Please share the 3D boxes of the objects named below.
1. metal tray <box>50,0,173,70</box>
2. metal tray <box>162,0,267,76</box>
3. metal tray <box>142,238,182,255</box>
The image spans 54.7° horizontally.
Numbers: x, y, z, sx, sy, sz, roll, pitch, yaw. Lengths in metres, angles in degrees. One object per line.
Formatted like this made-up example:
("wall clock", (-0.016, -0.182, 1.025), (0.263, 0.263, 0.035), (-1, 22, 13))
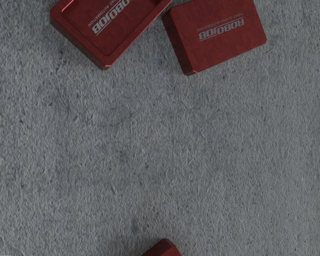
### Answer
("metal tray", (-0.058, -0.148, 0.384), (0.090, 0.030, 0.130), (43, 76, -15))
("metal tray", (0.079, -0.138, 0.435), (0.131, 0.030, 0.090), (-26, 99, -18))
("metal tray", (0.009, 0.227, 0.410), (0.090, 0.030, 0.130), (-33, 101, -17))
